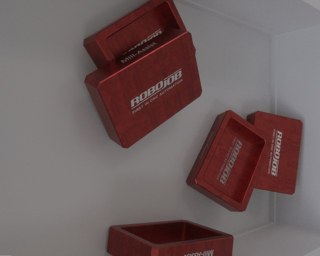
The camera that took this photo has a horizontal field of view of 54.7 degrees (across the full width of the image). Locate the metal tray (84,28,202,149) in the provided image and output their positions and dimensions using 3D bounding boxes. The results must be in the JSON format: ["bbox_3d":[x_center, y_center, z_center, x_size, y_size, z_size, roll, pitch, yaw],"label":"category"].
[{"bbox_3d":[-0.012,-0.048,0.362,0.131,0.030,0.090,-36,131,-23],"label":"metal tray"}]

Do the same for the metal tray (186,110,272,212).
[{"bbox_3d":[0.108,0.049,0.471,0.090,0.030,0.130,33,68,-11],"label":"metal tray"}]

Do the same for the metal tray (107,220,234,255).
[{"bbox_3d":[0.014,0.140,0.376,0.131,0.090,0.030,10,84,-40],"label":"metal tray"}]

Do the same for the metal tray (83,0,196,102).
[{"bbox_3d":[-0.018,-0.100,0.387,0.131,0.030,0.090,-44,117,-31],"label":"metal tray"}]

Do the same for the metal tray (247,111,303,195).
[{"bbox_3d":[0.191,0.043,0.536,0.091,0.030,0.129,12,81,-9],"label":"metal tray"}]
